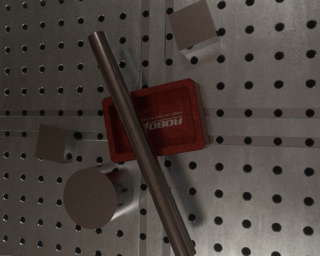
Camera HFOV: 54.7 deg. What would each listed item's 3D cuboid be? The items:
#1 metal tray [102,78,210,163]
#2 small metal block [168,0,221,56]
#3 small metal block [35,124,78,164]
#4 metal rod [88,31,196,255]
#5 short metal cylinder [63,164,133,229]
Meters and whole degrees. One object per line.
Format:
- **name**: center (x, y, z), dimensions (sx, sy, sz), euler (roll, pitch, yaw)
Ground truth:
- **metal tray**: center (-0.008, -0.007, 0.411), dimensions (0.130, 0.030, 0.089), euler (-11, 87, 19)
- **small metal block**: center (0.044, -0.128, 0.397), dimensions (0.050, 0.025, 0.050), euler (-18, 84, 18)
- **small metal block**: center (-0.156, 0.023, 0.466), dimensions (0.050, 0.025, 0.050), euler (11, 94, 19)
- **metal rod**: center (-0.026, 0.016, 0.388), dimensions (0.025, 0.025, 0.299), euler (-25, 82, 18)
- **short metal cylinder**: center (-0.084, 0.092, 0.428), dimensions (0.080, 0.050, 0.079), euler (0, 90, 19)
